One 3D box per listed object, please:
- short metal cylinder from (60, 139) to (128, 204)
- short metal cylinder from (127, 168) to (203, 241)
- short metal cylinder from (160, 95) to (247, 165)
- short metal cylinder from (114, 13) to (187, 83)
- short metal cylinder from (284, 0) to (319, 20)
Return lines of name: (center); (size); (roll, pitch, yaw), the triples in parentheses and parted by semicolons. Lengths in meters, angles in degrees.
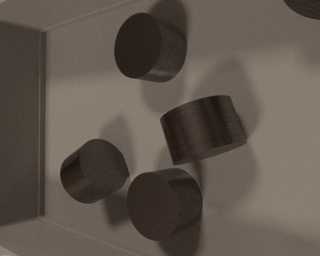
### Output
short metal cylinder: (-0.094, 0.062, 0.446); (0.050, 0.081, 0.080); (-34, 69, 34)
short metal cylinder: (0.005, 0.092, 0.384); (0.080, 0.050, 0.079); (0, 90, 39)
short metal cylinder: (0.045, 0.004, 0.332); (0.080, 0.081, 0.050); (-26, 74, 37)
short metal cylinder: (-0.013, -0.101, 0.399); (0.080, 0.050, 0.079); (0, 90, 39)
short metal cylinder: (0.140, -0.135, 0.246); (0.080, 0.080, 0.050); (-3, 53, 39)
